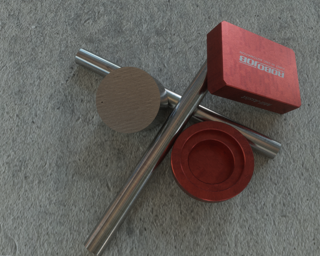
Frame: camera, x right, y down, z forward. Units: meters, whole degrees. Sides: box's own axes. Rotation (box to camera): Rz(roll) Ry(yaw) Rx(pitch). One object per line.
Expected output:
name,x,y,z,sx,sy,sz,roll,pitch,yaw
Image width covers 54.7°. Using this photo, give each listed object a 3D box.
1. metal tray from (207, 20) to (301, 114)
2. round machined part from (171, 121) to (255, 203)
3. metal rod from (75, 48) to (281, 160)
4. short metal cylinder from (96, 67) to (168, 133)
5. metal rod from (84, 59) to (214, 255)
metal tray,0.124,-0.076,0.405,0.131,0.030,0.090,12,68,-26
round machined part,0.062,0.044,0.385,0.099,0.042,0.098,0,70,0
metal rod,0.018,-0.037,0.424,0.301,0.025,0.025,27,72,9
short metal cylinder,-0.034,-0.034,0.394,0.080,0.050,0.080,0,90,11
metal rod,0.004,0.018,0.384,0.025,0.025,0.300,32,79,11
